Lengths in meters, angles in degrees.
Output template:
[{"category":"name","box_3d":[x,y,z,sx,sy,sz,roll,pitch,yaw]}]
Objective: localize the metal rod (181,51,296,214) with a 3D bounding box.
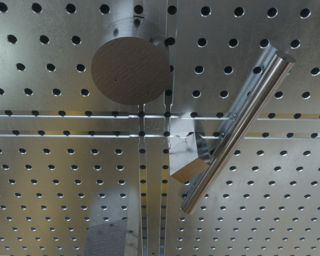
[{"category":"metal rod","box_3d":[0.094,0.028,0.437,0.025,0.025,0.298,14,129,-12]}]

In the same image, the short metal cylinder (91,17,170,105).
[{"category":"short metal cylinder","box_3d":[-0.030,-0.071,0.334,0.081,0.050,0.079,0,130,0]}]

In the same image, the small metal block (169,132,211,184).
[{"category":"small metal block","box_3d":[0.040,0.041,0.431,0.025,0.050,0.050,37,121,-27]}]

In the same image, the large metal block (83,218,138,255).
[{"category":"large metal block","box_3d":[-0.088,0.220,0.562,0.080,0.080,0.050,-16,128,13]}]
